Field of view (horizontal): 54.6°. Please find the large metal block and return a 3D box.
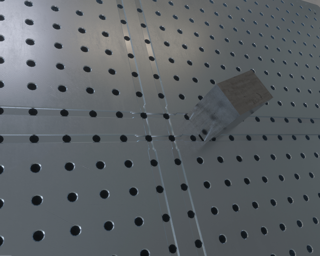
[{"bbox_3d":[0.099,-0.031,0.444,0.081,0.080,0.050,-25,75,-37],"label":"large metal block"}]
